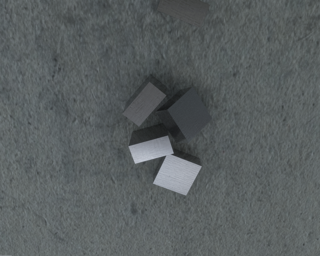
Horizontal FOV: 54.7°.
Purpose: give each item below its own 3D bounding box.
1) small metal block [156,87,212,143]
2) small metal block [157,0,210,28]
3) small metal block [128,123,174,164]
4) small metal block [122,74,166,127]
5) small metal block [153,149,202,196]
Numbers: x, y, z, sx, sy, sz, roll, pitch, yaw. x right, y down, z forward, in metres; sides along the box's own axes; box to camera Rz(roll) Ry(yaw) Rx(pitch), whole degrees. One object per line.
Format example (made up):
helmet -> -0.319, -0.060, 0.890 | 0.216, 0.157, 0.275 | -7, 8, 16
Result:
small metal block -> 0.031, -0.016, 0.390 | 0.050, 0.025, 0.050 | -43, 110, -28
small metal block -> 0.024, -0.135, 0.347 | 0.050, 0.050, 0.025 | 20, 109, -8
small metal block -> -0.010, 0.018, 0.402 | 0.050, 0.050, 0.025 | -15, 110, 6
small metal block -> -0.019, -0.036, 0.383 | 0.025, 0.050, 0.050 | 38, 105, -13
small metal block -> 0.023, 0.060, 0.432 | 0.050, 0.025, 0.050 | 22, 108, -8
